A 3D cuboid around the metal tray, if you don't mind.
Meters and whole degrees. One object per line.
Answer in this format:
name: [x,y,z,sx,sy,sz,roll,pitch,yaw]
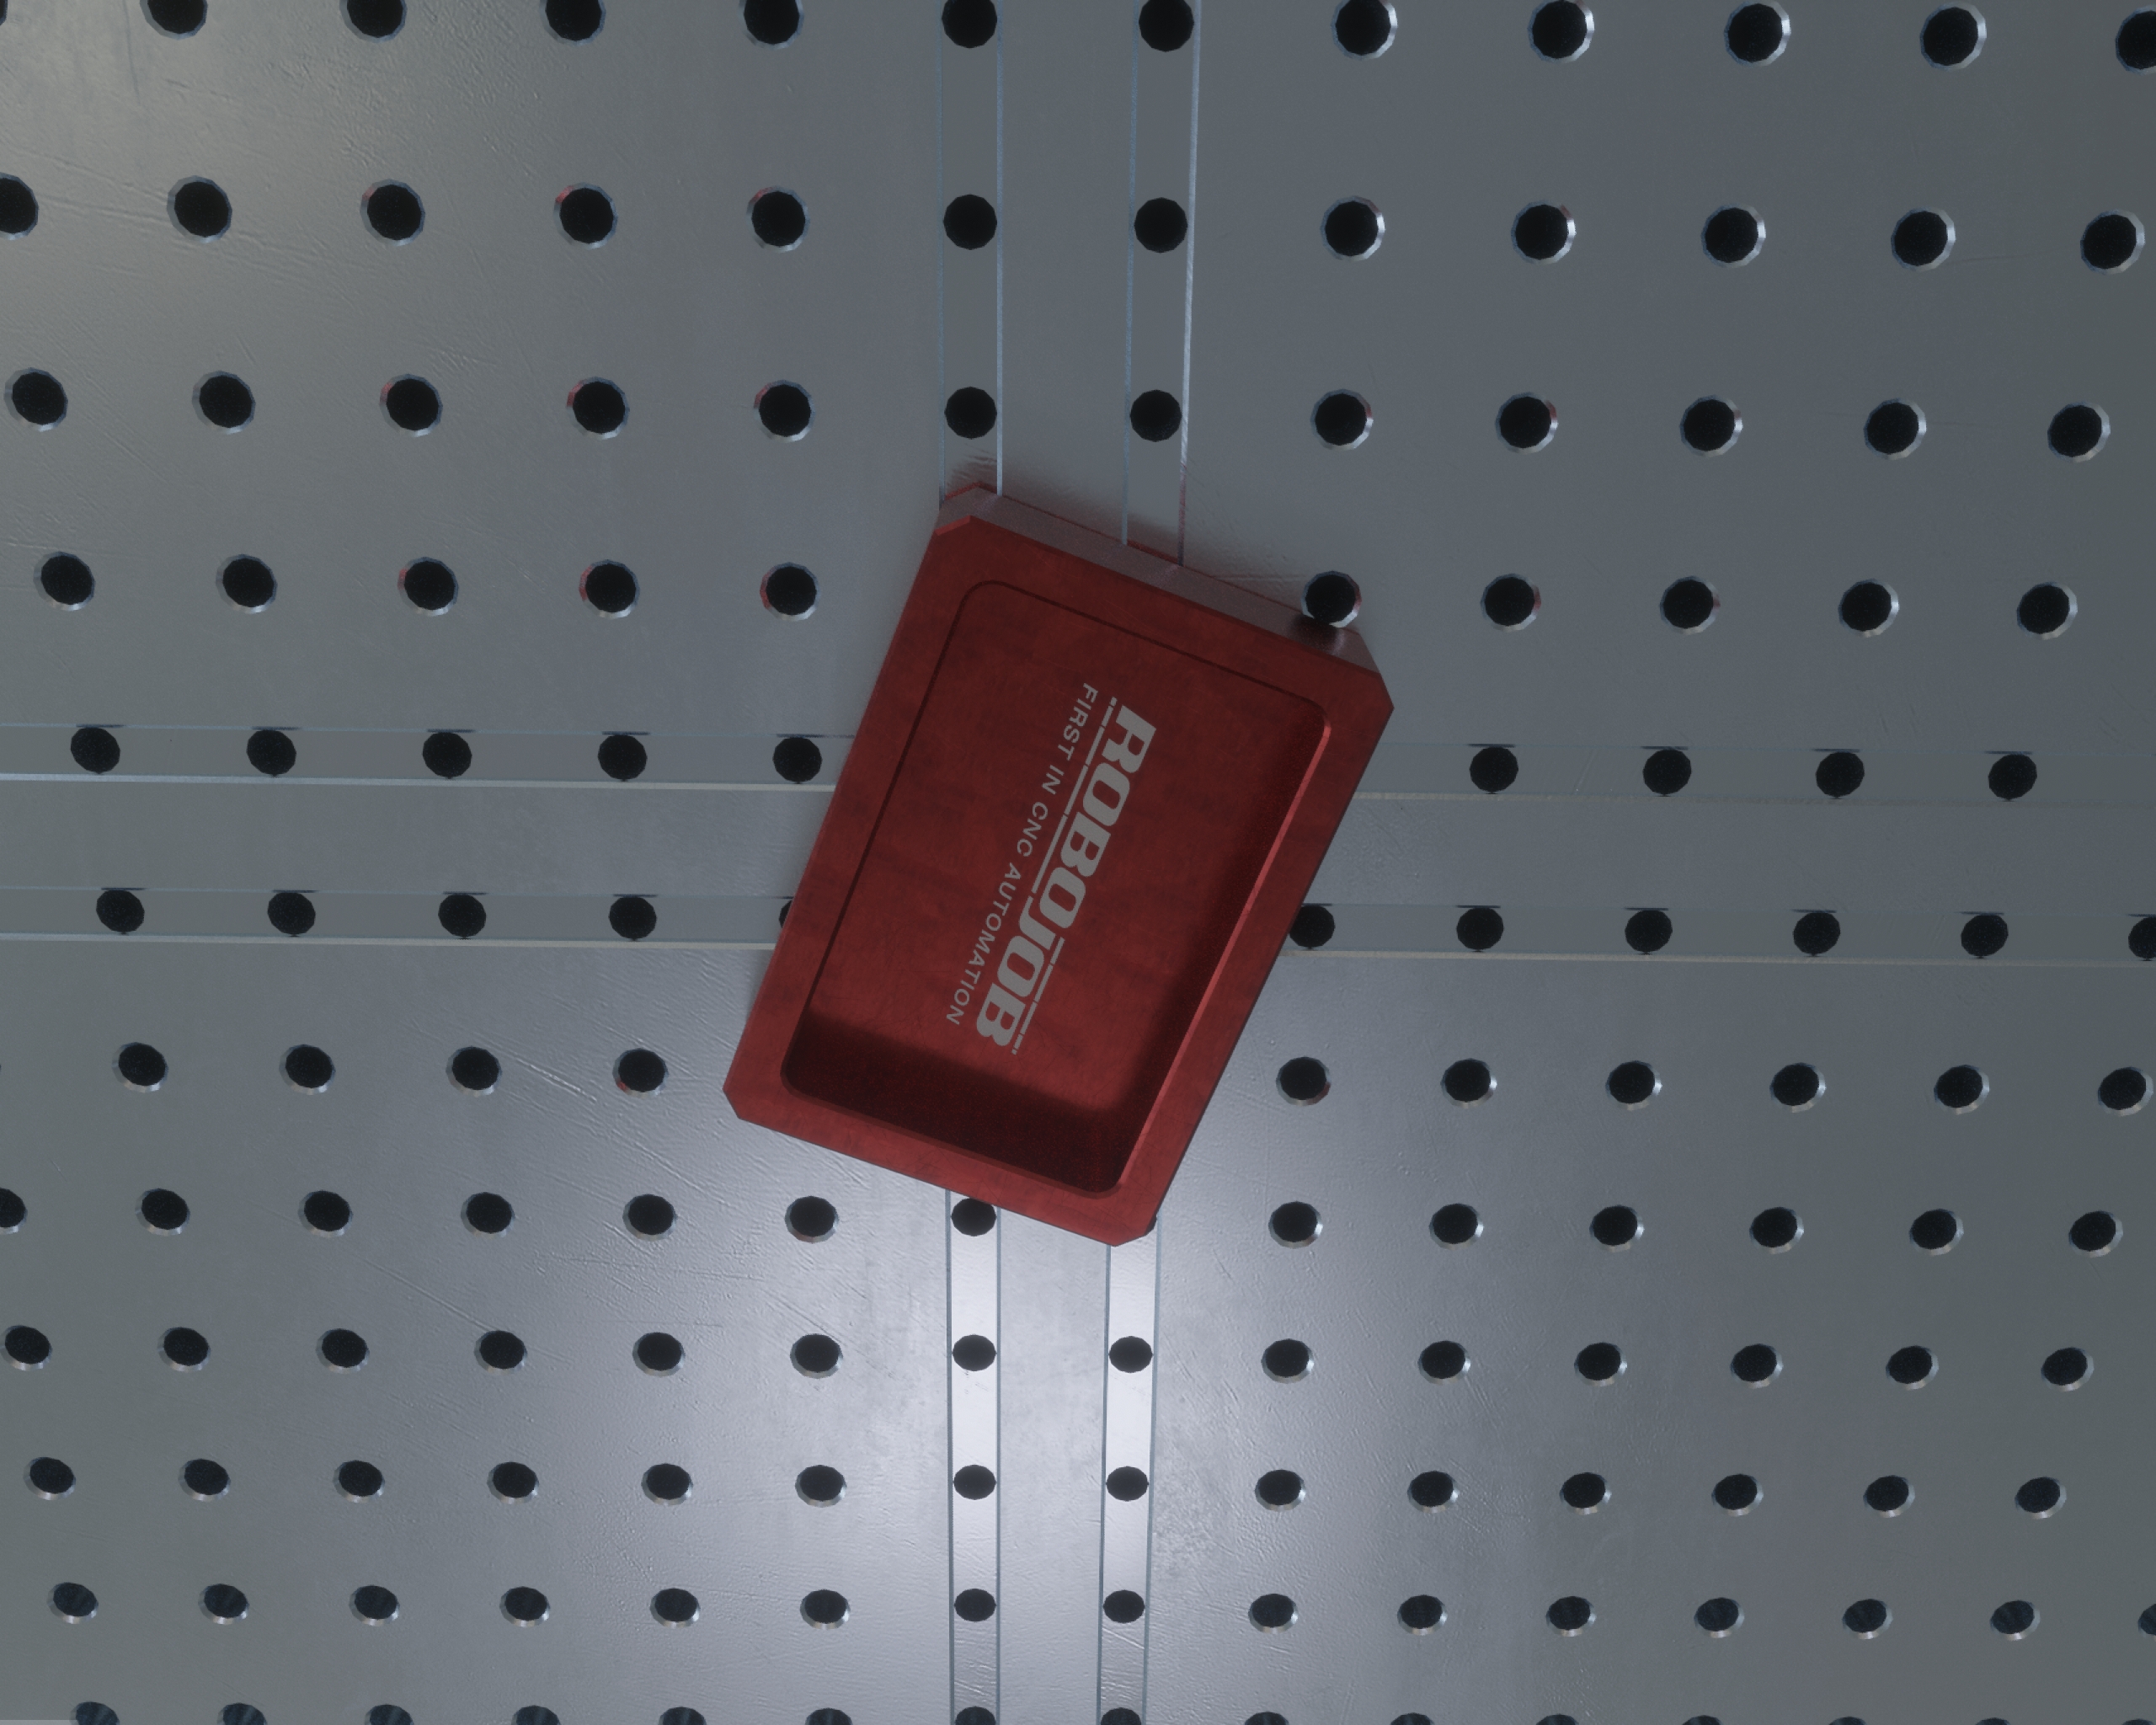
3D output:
metal tray: [-0.006,0.003,0.411,0.090,0.030,0.129,20,109,-8]
